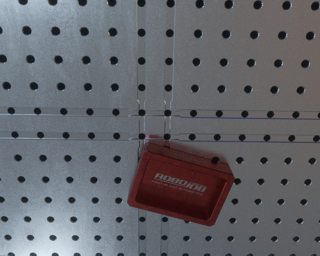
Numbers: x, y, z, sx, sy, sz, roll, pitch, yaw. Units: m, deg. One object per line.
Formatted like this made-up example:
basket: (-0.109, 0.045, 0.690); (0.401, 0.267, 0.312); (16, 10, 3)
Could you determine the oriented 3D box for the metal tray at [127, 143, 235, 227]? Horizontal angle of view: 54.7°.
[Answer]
metal tray: (0.028, 0.082, 0.441); (0.131, 0.030, 0.089); (16, 109, -7)
